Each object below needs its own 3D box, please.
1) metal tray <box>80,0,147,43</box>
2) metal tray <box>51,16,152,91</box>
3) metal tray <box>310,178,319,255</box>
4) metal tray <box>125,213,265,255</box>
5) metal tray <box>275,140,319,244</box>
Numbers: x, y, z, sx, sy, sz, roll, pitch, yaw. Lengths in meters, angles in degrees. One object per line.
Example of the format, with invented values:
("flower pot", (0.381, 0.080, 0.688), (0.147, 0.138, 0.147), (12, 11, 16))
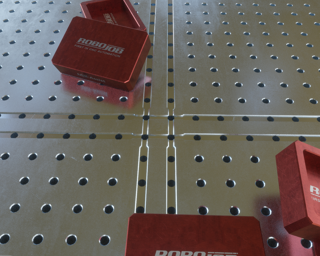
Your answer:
("metal tray", (-0.086, -0.192, 0.565), (0.091, 0.030, 0.130), (-16, 52, -13))
("metal tray", (-0.090, -0.117, 0.481), (0.130, 0.030, 0.090), (17, 74, 13))
("metal tray", (0.214, 0.087, 0.299), (0.130, 0.030, 0.090), (-11, 45, 22))
("metal tray", (0.033, 0.131, 0.295), (0.131, 0.030, 0.090), (1, 50, 1))
("metal tray", (0.183, 0.074, 0.311), (0.131, 0.030, 0.090), (20, 49, -12))
